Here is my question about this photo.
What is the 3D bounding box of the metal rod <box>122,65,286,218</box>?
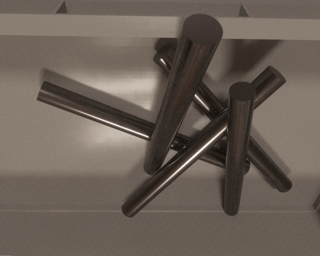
[{"bbox_3d":[0.038,0.036,0.405,0.025,0.025,0.299,28,125,-22],"label":"metal rod"}]

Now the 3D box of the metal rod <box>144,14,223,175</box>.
[{"bbox_3d":[0.007,-0.001,0.326,0.025,0.025,0.299,6,156,-6],"label":"metal rod"}]

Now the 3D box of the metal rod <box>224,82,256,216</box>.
[{"bbox_3d":[0.100,0.052,0.411,0.025,0.025,0.299,-7,144,5],"label":"metal rod"}]

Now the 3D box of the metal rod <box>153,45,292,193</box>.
[{"bbox_3d":[0.099,0.004,0.414,0.025,0.025,0.300,-33,123,24],"label":"metal rod"}]

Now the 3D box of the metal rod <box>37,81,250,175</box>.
[{"bbox_3d":[-0.008,0.007,0.414,0.302,0.025,0.025,21,127,-18],"label":"metal rod"}]
